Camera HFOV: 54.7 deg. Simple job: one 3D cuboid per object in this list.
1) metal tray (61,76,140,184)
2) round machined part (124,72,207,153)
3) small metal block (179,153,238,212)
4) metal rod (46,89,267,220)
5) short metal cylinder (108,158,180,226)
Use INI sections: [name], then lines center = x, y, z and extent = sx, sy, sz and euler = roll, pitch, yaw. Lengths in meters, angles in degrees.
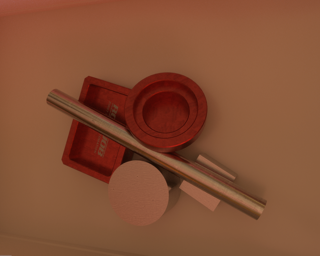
[metal tray]
center = -0.076, 0.002, 0.431
extent = 0.090, 0.030, 0.129
euler = 20, 96, 18
[round machined part]
center = 0.008, -0.016, 0.383
extent = 0.099, 0.042, 0.098
euler = -2, 68, 5
[small metal block]
center = 0.060, 0.066, 0.387
extent = 0.050, 0.025, 0.050
euler = 33, 100, 16
[metal rod]
center = -0.016, 0.025, 0.383
extent = 0.301, 0.025, 0.025
euler = 27, 99, 15
[short metal cylinder]
center = -0.019, 0.079, 0.401
extent = 0.080, 0.050, 0.079
euler = 0, 90, 19
